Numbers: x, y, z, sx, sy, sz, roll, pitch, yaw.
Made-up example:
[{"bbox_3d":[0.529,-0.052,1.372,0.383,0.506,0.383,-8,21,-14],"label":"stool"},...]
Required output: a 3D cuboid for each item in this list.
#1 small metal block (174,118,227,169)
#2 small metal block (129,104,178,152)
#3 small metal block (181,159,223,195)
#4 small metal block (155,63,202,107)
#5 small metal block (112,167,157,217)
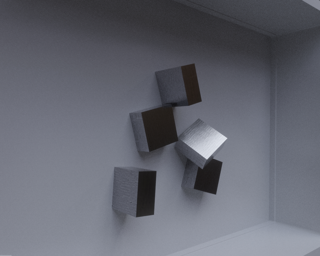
[{"bbox_3d":[0.057,0.021,0.436,0.050,0.050,0.025,-40,157,-33],"label":"small metal block"},{"bbox_3d":[-0.007,-0.001,0.400,0.050,0.025,0.050,-18,102,-38],"label":"small metal block"},{"bbox_3d":[0.063,0.068,0.459,0.050,0.025,0.050,23,76,-38],"label":"small metal block"},{"bbox_3d":[0.024,-0.055,0.410,0.025,0.050,0.050,-21,103,-38],"label":"small metal block"},{"bbox_3d":[-0.031,0.073,0.364,0.025,0.050,0.050,5,87,-40],"label":"small metal block"}]
